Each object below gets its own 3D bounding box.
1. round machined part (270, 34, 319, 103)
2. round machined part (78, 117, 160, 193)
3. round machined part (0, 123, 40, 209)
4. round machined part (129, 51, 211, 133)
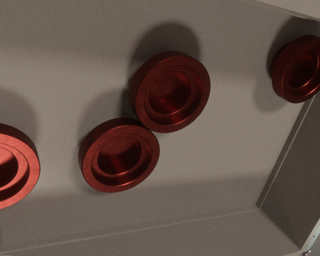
[{"bbox_3d":[0.203,-0.089,0.457,0.099,0.042,0.097,-14,125,-21],"label":"round machined part"},{"bbox_3d":[-0.053,0.030,0.388,0.099,0.042,0.097,-14,125,-21],"label":"round machined part"},{"bbox_3d":[-0.180,0.036,0.322,0.099,0.042,0.097,-14,125,-21],"label":"round machined part"},{"bbox_3d":[0.008,-0.046,0.375,0.099,0.042,0.097,-14,125,-21],"label":"round machined part"}]
